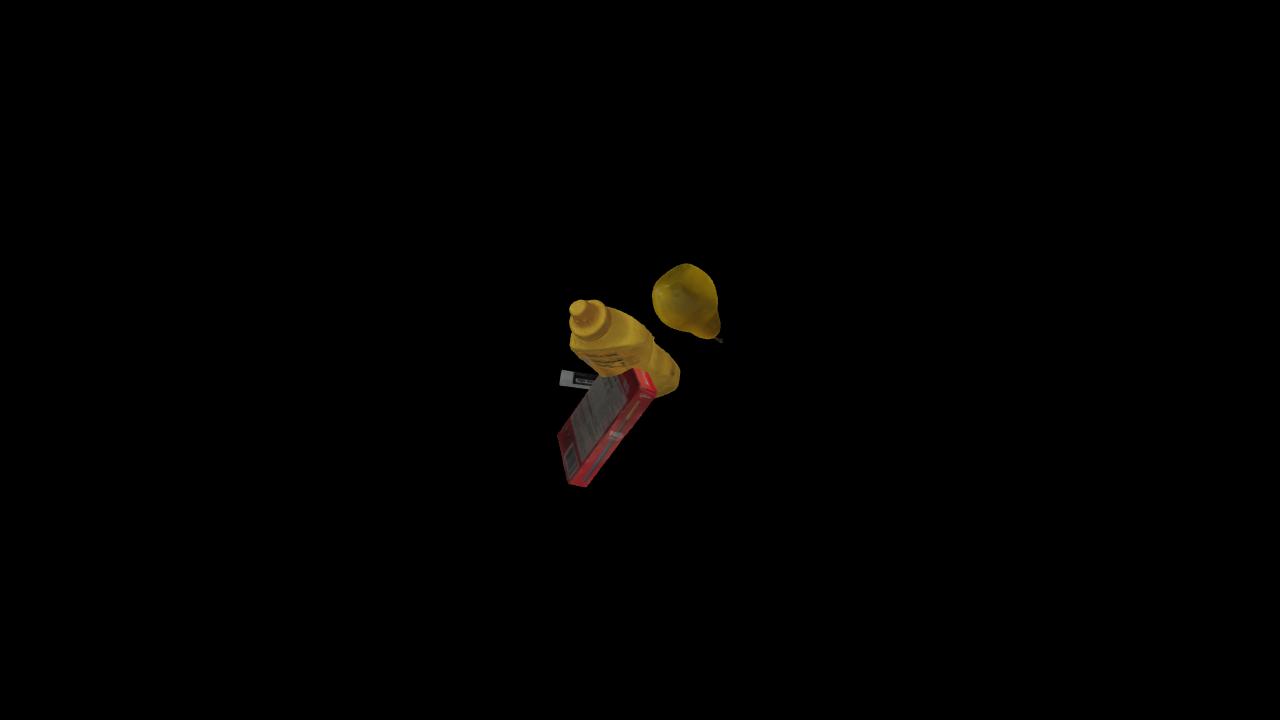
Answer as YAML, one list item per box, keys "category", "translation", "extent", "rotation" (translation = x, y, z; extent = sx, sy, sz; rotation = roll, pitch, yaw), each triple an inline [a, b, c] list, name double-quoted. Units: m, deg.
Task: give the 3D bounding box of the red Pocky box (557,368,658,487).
- category: "red Pocky box"
  translation: [-0.041, 0.064, 0.696]
  extent: [0.028, 0.155, 0.083]
  rotation: [21, 29, -30]

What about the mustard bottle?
- category: "mustard bottle"
  translation: [-0.026, -0.013, 0.665]
  extent: [0.092, 0.054, 0.184]
  rotation: [4, -23, 26]

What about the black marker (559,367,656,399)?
- category: "black marker"
  translation: [-0.034, 0.030, 0.728]
  extent: [0.121, 0.020, 0.020]
  rotation: [9, -1, -5]

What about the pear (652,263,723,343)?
- category: "pear"
  translation: [0.063, -0.053, 0.706]
  extent: [0.080, 0.111, 0.080]
  rotation: [-33, 18, 12]
